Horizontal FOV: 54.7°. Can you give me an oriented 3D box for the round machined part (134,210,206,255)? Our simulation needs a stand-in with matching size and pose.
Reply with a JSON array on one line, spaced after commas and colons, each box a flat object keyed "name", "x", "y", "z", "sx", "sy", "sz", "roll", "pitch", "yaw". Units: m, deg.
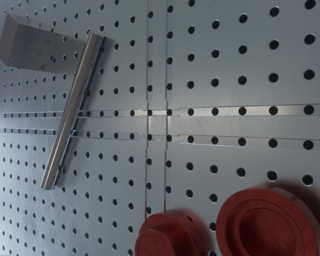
[{"name": "round machined part", "x": 0.006, "y": 0.158, "z": 0.393, "sx": 0.098, "sy": 0.042, "sz": 0.097, "roll": 0, "pitch": 90, "yaw": 40}]

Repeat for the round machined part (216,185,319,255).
[{"name": "round machined part", "x": 0.109, "y": 0.106, "z": 0.308, "sx": 0.098, "sy": 0.042, "sz": 0.097, "roll": 0, "pitch": 90, "yaw": 40}]

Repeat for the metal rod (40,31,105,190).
[{"name": "metal rod", "x": -0.157, "y": -0.020, "z": 0.538, "sx": 0.025, "sy": 0.025, "sz": 0.298, "roll": 36, "pitch": 112, "yaw": 34}]

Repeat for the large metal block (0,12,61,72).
[{"name": "large metal block", "x": -0.243, "y": -0.156, "z": 0.575, "sx": 0.050, "sy": 0.081, "sz": 0.080, "roll": 42, "pitch": 115, "yaw": 32}]
